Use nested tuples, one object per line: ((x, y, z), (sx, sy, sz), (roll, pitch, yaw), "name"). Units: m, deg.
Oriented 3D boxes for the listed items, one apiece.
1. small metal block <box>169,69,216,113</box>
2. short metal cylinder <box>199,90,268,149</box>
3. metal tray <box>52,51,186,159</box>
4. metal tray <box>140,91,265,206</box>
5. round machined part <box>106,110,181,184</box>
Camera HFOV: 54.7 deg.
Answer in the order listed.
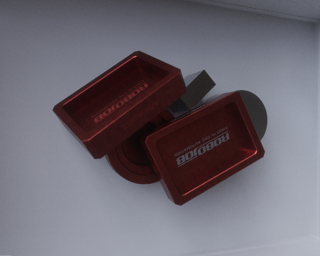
((0.038, -0.048, 0.410), (0.050, 0.050, 0.025), (-45, 105, -16), "small metal block")
((0.101, -0.011, 0.434), (0.081, 0.050, 0.079), (0, 90, -21), "short metal cylinder")
((-0.046, -0.033, 0.356), (0.131, 0.090, 0.030), (-38, 135, -17), "metal tray")
((0.053, 0.022, 0.376), (0.131, 0.030, 0.090), (-27, 99, -14), "metal tray")
((-0.023, 0.019, 0.394), (0.099, 0.042, 0.097), (0, 90, -21), "round machined part")
